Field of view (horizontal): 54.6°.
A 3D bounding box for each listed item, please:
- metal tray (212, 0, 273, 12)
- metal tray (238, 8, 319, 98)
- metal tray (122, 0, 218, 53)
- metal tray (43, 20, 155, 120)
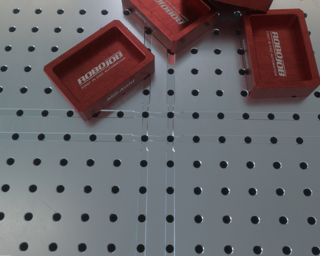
[{"bbox_3d":[0.099,-0.221,0.462,0.131,0.030,0.090,10,47,-6],"label":"metal tray"},{"bbox_3d":[0.169,-0.110,0.450,0.090,0.030,0.130,-2,70,-1],"label":"metal tray"},{"bbox_3d":[0.013,-0.188,0.477,0.090,0.030,0.130,-39,75,-13],"label":"metal tray"},{"bbox_3d":[-0.083,-0.084,0.439,0.130,0.030,0.090,-39,75,-13],"label":"metal tray"}]
